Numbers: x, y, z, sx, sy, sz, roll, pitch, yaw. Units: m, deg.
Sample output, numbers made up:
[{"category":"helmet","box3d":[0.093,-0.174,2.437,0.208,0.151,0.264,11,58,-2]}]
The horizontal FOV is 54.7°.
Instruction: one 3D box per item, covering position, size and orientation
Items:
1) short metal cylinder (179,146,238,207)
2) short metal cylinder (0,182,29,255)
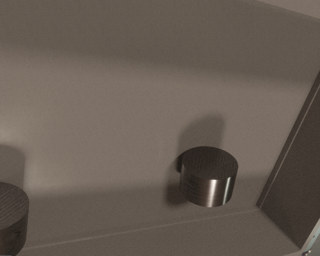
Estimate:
[{"category":"short metal cylinder","box3d":[0.070,0.070,0.457,0.081,0.080,0.050,-11,123,-23]},{"category":"short metal cylinder","box3d":[-0.187,0.102,0.335,0.081,0.080,0.050,0,118,-29]}]
